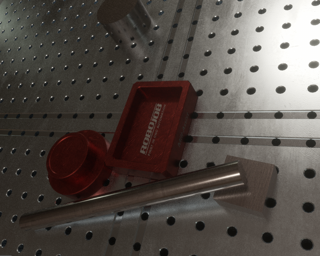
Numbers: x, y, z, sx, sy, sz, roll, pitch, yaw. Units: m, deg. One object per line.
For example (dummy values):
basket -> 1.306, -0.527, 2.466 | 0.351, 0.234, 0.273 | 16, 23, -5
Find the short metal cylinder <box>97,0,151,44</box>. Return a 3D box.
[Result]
short metal cylinder -> -0.062, -0.194, 0.542 | 0.080, 0.050, 0.080 | -13, 56, 20

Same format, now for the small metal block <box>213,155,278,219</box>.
small metal block -> 0.090, 0.060, 0.324 | 0.050, 0.025, 0.050 | 10, 67, 32

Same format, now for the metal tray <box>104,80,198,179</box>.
metal tray -> -0.010, -0.001, 0.409 | 0.090, 0.030, 0.130 | 4, 63, 29

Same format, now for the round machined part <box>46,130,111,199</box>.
round machined part -> -0.116, 0.045, 0.429 | 0.098, 0.042, 0.098 | -13, 56, 20

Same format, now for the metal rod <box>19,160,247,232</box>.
metal rod -> -0.051, 0.086, 0.362 | 0.300, 0.025, 0.025 | -18, 55, 23
